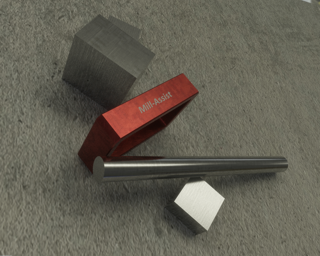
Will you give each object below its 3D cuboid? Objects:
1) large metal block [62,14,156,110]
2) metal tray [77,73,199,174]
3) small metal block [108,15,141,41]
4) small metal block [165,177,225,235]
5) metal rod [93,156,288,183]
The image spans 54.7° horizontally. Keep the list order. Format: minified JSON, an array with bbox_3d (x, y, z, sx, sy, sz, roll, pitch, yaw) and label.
[{"bbox_3d":[-0.065,-0.075,0.381,0.080,0.080,0.050,35,51,-6],"label":"large metal block"},{"bbox_3d":[-0.023,-0.006,0.354,0.131,0.090,0.030,-33,80,-38],"label":"metal tray"},{"bbox_3d":[-0.060,-0.130,0.452,0.050,0.025,0.050,21,54,-16],"label":"small metal block"},{"bbox_3d":[0.042,0.090,0.373,0.050,0.025,0.050,42,51,0],"label":"small metal block"},{"bbox_3d":[0.063,0.047,0.382,0.302,0.025,0.025,4,60,-37],"label":"metal rod"}]
